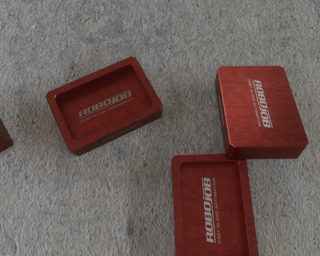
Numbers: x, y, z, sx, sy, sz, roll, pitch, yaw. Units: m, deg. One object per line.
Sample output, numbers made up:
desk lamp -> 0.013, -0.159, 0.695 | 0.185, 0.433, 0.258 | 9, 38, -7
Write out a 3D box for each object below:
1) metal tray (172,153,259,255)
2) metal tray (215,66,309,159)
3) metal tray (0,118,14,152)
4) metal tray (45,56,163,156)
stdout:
metal tray -> 0.062, 0.097, 0.370 | 0.091, 0.030, 0.130 | -2, 70, -1
metal tray -> 0.124, -0.024, 0.398 | 0.091, 0.030, 0.130 | 0, 55, 0
metal tray -> -0.229, -0.025, 0.360 | 0.030, 0.130, 0.090 | -32, 73, -11
metal tray -> -0.073, -0.031, 0.415 | 0.131, 0.030, 0.090 | -26, 72, -9
